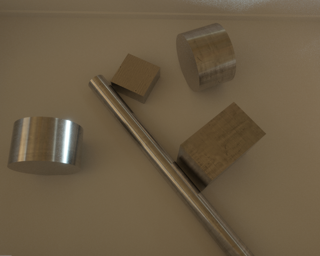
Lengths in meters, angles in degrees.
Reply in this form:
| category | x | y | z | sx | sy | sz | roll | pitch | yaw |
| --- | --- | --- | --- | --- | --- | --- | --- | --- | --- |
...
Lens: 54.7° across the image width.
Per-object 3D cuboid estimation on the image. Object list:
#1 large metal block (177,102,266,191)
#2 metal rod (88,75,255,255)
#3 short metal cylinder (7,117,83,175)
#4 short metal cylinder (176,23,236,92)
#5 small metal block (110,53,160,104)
| category | x | y | z | sx | sy | sz | roll | pitch | yaw |
| --- | --- | --- | --- | --- | --- | --- | --- | --- | --- |
| large metal block | 0.069 | 0.026 | 0.372 | 0.080 | 0.080 | 0.050 | -38 | 75 | -13 |
| metal rod | 0.005 | 0.045 | 0.393 | 0.025 | 0.025 | 0.300 | -37 | 75 | -13 |
| short metal cylinder | -0.134 | 0.024 | 0.370 | 0.081 | 0.080 | 0.050 | -1 | 70 | -1 |
| short metal cylinder | 0.060 | -0.094 | 0.416 | 0.050 | 0.080 | 0.080 | -19 | 71 | -7 |
| small metal block | -0.033 | -0.069 | 0.435 | 0.050 | 0.025 | 0.050 | 25 | 72 | 8 |
